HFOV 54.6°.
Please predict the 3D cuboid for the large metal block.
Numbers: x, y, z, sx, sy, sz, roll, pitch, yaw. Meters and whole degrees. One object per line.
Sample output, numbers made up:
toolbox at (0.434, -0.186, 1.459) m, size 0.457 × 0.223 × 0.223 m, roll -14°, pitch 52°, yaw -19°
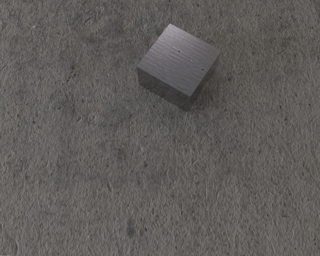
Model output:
large metal block at (0.025, -0.082, 0.425) m, size 0.080 × 0.050 × 0.080 m, roll 31°, pitch 73°, yaw 10°
